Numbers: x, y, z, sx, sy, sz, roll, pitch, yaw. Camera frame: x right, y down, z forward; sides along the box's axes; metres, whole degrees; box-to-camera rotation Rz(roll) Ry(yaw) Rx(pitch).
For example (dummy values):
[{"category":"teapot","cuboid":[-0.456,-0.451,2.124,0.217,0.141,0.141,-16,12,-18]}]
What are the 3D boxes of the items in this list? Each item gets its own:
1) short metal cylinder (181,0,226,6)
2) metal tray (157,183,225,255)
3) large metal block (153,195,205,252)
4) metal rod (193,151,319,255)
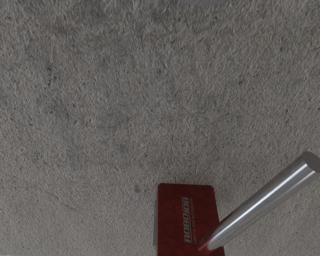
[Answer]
[{"category":"short metal cylinder","cuboid":[0.037,-0.152,0.262,0.081,0.050,0.079,0,130,0]},{"category":"metal tray","cuboid":[0.041,0.144,0.461,0.091,0.130,0.030,4,130,-3]},{"category":"large metal block","cuboid":[0.035,0.158,0.495,0.080,0.080,0.050,-8,131,9]},{"category":"metal rod","cuboid":[0.084,0.126,0.385,0.025,0.025,0.298,18,133,-15]}]
